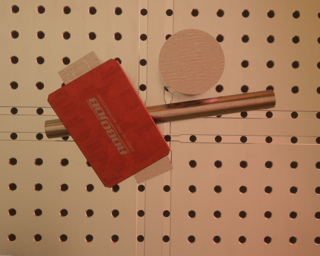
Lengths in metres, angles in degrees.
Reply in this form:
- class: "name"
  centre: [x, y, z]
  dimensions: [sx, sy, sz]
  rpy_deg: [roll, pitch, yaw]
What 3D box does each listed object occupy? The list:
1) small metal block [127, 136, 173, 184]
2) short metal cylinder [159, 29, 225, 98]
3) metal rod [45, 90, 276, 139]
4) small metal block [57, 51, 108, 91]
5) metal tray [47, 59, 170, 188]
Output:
- class: "small metal block"
  centre: [-0.016, 0.040, 0.412]
  dimensions: [0.050, 0.025, 0.050]
  rpy_deg: [-23, 90, -1]
- class: "short metal cylinder"
  centre: [0.038, -0.081, 0.401]
  dimensions: [0.081, 0.050, 0.079]
  rpy_deg: [0, 90, -1]
- class: "metal rod"
  centre: [0.001, -0.019, 0.413]
  dimensions: [0.302, 0.025, 0.025]
  rpy_deg: [-8, 90, -1]
- class: "small metal block"
  centre: [-0.096, -0.070, 0.399]
  dimensions: [0.050, 0.050, 0.025]
  rpy_deg: [-32, 90, 0]
- class: "metal tray"
  centre: [-0.058, -0.005, 0.371]
  dimensions: [0.090, 0.030, 0.130]
  rpy_deg: [-31, 102, 0]
